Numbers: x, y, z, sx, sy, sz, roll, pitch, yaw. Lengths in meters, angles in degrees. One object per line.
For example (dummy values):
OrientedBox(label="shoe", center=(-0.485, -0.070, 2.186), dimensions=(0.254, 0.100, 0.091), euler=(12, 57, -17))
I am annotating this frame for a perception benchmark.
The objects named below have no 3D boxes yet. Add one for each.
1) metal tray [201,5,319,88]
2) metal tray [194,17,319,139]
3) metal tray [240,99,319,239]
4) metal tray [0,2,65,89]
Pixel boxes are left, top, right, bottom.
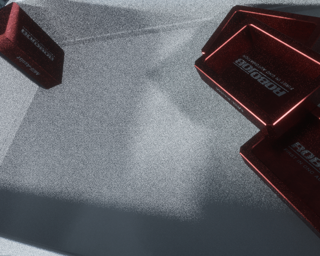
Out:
OrientedBox(label="metal tray", center=(0.131, -0.107, 0.399), dimensions=(0.130, 0.030, 0.090), euler=(28, 77, 37))
OrientedBox(label="metal tray", center=(0.111, -0.061, 0.341), dimensions=(0.090, 0.030, 0.130), euler=(-40, 51, 1))
OrientedBox(label="metal tray", center=(0.153, 0.040, 0.297), dimensions=(0.090, 0.030, 0.130), euler=(-40, 51, 1))
OrientedBox(label="metal tray", center=(-0.224, -0.140, 0.543), dimensions=(0.030, 0.130, 0.090), euler=(-19, 54, 17))
